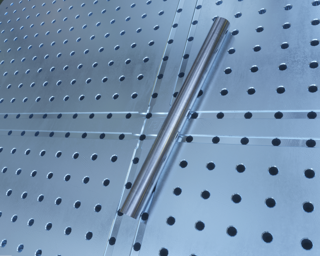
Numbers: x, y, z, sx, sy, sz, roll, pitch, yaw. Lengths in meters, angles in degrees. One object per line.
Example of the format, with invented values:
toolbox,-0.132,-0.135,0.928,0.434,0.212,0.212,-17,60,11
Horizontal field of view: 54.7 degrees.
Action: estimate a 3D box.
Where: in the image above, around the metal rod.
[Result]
metal rod,0.027,-0.025,0.407,0.025,0.025,0.300,14,69,33
